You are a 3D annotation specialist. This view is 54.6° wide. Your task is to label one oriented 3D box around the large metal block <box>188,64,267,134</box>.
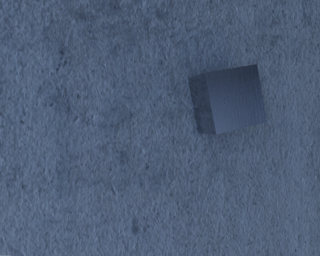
[{"bbox_3d":[0.093,-0.039,0.429,0.081,0.050,0.080,-12,94,-20],"label":"large metal block"}]
